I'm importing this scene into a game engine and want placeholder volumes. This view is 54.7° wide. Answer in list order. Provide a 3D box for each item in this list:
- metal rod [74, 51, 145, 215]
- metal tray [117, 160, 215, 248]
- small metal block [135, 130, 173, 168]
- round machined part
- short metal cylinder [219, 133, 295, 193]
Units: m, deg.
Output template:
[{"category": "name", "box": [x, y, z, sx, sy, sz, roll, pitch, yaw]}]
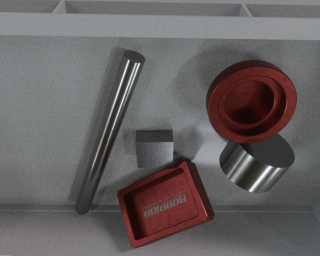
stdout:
[{"category": "metal rod", "box": [-0.080, 0.028, 0.431, 0.025, 0.025, 0.298, 15, 128, -13]}, {"category": "metal tray", "box": [0.005, 0.114, 0.461, 0.130, 0.090, 0.030, -29, 156, 21]}, {"category": "small metal block", "box": [-0.007, 0.030, 0.434, 0.050, 0.025, 0.050, -1, 130, 0]}, {"category": "round machined part", "box": [0.103, -0.033, 0.364, 0.099, 0.042, 0.097, 0, 120, 0]}, {"category": "short metal cylinder", "box": [0.126, 0.038, 0.407, 0.081, 0.080, 0.050, 13, 129, -11]}]
